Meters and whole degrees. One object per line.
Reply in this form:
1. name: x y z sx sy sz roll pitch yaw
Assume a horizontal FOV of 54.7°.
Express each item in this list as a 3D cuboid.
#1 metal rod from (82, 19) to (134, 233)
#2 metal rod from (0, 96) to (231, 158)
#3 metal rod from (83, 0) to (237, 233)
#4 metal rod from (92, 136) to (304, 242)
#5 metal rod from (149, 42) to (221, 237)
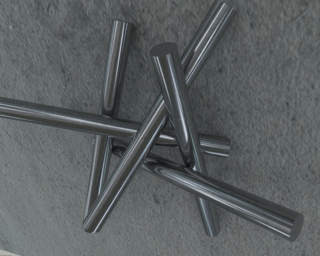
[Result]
1. metal rod: -0.073 0.013 0.408 0.025 0.025 0.298 19 112 16
2. metal rod: -0.066 -0.002 0.374 0.302 0.025 0.025 10 125 -2
3. metal rod: -0.010 0.002 0.346 0.025 0.025 0.298 34 108 6
4. metal rod: 0.011 0.051 0.362 0.300 0.025 0.025 18 128 44
5. metal rod: 0.040 0.041 0.364 0.025 0.025 0.299 4 135 26
